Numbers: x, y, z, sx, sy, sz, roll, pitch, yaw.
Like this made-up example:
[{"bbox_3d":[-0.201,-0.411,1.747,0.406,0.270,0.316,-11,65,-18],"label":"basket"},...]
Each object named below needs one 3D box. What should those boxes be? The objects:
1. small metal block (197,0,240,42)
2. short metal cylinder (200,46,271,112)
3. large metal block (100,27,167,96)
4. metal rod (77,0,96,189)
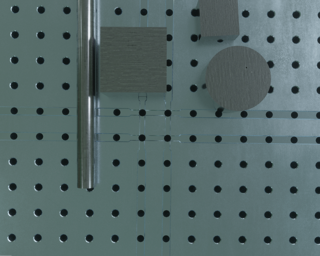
[{"bbox_3d":[0.077,-0.145,0.414,0.050,0.025,0.050,-3,90,-1],"label":"small metal block"},{"bbox_3d":[0.095,-0.061,0.402,0.081,0.050,0.079,0,90,-1],"label":"short metal cylinder"},{"bbox_3d":[-0.032,-0.083,0.400,0.081,0.050,0.079,0,90,-1],"label":"large metal block"},{"bbox_3d":[-0.098,-0.071,0.412,0.025,0.025,0.298,0,90,-1],"label":"metal rod"}]
